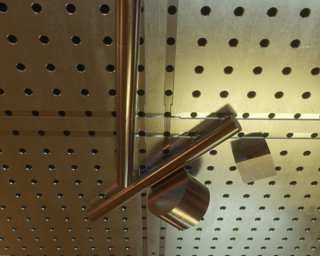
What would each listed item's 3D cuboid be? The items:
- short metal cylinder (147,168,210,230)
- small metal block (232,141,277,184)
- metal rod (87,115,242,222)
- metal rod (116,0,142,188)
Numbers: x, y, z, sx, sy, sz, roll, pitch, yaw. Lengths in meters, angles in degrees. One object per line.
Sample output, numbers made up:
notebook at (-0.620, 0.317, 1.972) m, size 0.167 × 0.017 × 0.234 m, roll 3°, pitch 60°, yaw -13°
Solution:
short metal cylinder at (0.027, 0.104, 0.465) m, size 0.080 × 0.080 × 0.050 m, roll -36°, pitch 122°, yaw 26°
small metal block at (0.140, 0.052, 0.458) m, size 0.050 × 0.025 × 0.050 m, roll -19°, pitch 128°, yaw 14°
metal rod at (-0.008, 0.072, 0.473) m, size 0.299 × 0.025 × 0.025 m, roll -36°, pitch 122°, yaw 26°
metal rod at (-0.042, -0.030, 0.385) m, size 0.025 × 0.025 × 0.298 m, roll 4°, pitch 130°, yaw -4°
